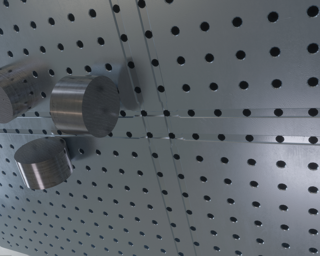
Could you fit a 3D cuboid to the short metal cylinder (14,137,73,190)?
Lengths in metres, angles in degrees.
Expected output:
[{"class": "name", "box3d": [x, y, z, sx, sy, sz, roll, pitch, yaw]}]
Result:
[{"class": "short metal cylinder", "box3d": [-0.190, 0.056, 0.511, 0.080, 0.080, 0.050, 8, 122, 24]}]

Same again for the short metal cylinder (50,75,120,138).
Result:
[{"class": "short metal cylinder", "box3d": [-0.096, -0.029, 0.408, 0.050, 0.080, 0.079, 5, 121, 25]}]

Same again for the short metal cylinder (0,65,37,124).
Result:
[{"class": "short metal cylinder", "box3d": [-0.245, -0.054, 0.491, 0.080, 0.050, 0.079, 13, 124, 21]}]
